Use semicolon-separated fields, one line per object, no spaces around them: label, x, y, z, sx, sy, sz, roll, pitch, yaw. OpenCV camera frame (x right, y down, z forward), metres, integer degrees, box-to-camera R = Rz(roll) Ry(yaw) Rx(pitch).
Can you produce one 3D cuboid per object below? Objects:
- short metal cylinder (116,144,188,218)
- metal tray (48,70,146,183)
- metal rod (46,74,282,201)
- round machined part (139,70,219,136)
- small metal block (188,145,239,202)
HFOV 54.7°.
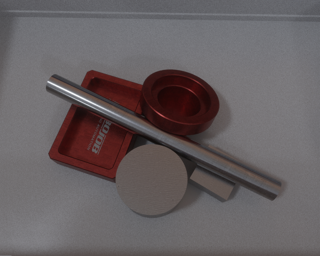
short metal cylinder;-0.009;0.065;0.370;0.081;0.050;0.080;0;70;0
metal tray;-0.074;-0.004;0.405;0.090;0.030;0.130;18;71;6
metal rod;-0.001;0.008;0.374;0.301;0.025;0.025;26;72;6
round machined part;0.022;-0.028;0.396;0.099;0.042;0.098;9;47;-10
small metal block;0.070;0.057;0.388;0.050;0.025;0.050;30;72;10
